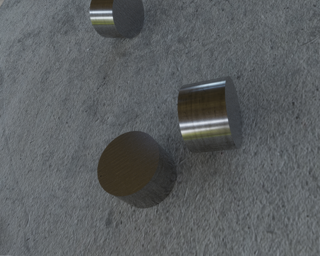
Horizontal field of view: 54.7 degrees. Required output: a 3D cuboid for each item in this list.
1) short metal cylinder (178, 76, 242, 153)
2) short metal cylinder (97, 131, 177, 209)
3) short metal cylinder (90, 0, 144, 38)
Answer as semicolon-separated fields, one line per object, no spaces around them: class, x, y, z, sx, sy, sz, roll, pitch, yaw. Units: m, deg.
short metal cylinder;0.058;-0.014;0.346;0.050;0.080;0.080;-8;58;24
short metal cylinder;-0.027;0.050;0.371;0.080;0.050;0.080;-13;56;21
short metal cylinder;-0.071;-0.194;0.525;0.050;0.080;0.080;12;68;33
